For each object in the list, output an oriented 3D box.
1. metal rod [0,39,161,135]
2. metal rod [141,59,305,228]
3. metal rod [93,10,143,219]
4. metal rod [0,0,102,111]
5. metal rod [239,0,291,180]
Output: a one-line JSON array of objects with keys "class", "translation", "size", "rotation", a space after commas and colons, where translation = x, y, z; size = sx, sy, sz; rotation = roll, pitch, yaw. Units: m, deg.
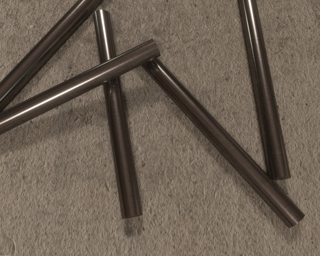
[{"class": "metal rod", "translation": [-0.139, -0.039, 0.402], "size": [0.301, 0.025, 0.025], "rotation": [-27, 73, -3]}, {"class": "metal rod", "translation": [0.068, 0.002, 0.408], "size": [0.025, 0.025, 0.300], "rotation": [-37, 75, -13]}, {"class": "metal rod", "translation": [-0.061, -0.032, 0.419], "size": [0.025, 0.025, 0.299], "rotation": [-10, 70, -4]}, {"class": "metal rod", "translation": [-0.157, -0.128, 0.452], "size": [0.025, 0.025, 0.300], "rotation": [32, 73, 10]}, {"class": "metal rod", "translation": [0.143, -0.077, 0.438], "size": [0.025, 0.025, 0.299], "rotation": [-3, 70, -1]}]
